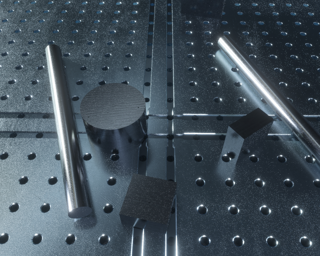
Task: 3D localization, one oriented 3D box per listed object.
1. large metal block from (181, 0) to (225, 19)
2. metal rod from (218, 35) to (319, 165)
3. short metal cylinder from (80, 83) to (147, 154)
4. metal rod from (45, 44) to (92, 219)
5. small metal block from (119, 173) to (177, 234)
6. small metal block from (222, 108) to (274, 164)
[{"bbox_3d":[0.091,-0.265,0.614,0.080,0.050,0.080,12,51,10],"label":"large metal block"},{"bbox_3d":[0.165,-0.042,0.443,0.025,0.025,0.300,-17,52,-14],"label":"metal rod"},{"bbox_3d":[-0.058,-0.013,0.402,0.081,0.050,0.080,0,50,0],"label":"short metal cylinder"},{"bbox_3d":[-0.131,-0.019,0.422,0.025,0.025,0.300,-14,51,-11],"label":"metal rod"},{"bbox_3d":[-0.011,0.082,0.339,0.050,0.025,0.050,11,51,9],"label":"small metal block"},{"bbox_3d":[0.108,0.010,0.384,0.050,0.050,0.025,-29,56,-22],"label":"small metal block"}]
